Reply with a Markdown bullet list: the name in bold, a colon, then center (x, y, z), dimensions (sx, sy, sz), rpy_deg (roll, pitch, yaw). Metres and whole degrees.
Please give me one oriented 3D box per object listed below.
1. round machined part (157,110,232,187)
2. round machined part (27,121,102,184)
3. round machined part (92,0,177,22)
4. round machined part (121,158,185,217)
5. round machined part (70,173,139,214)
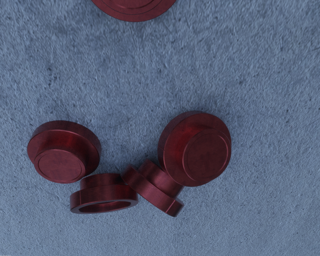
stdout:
- **round machined part**: center (0.050, 0.029, 0.391), dimensions (0.099, 0.042, 0.097), rpy_deg (-6, 105, -22)
- **round machined part**: center (-0.133, 0.040, 0.429), dimensions (0.099, 0.042, 0.097), rpy_deg (0, 130, 0)
- **round machined part**: center (-0.025, -0.141, 0.275), dimensions (0.099, 0.042, 0.097), rpy_deg (0, 130, 0)
- **round machined part**: center (-0.004, 0.079, 0.439), dimensions (0.098, 0.098, 0.042), rpy_deg (39, 85, -29)
- **round machined part**: center (-0.083, 0.097, 0.460), dimensions (0.099, 0.042, 0.098), rpy_deg (-8, 157, -3)
